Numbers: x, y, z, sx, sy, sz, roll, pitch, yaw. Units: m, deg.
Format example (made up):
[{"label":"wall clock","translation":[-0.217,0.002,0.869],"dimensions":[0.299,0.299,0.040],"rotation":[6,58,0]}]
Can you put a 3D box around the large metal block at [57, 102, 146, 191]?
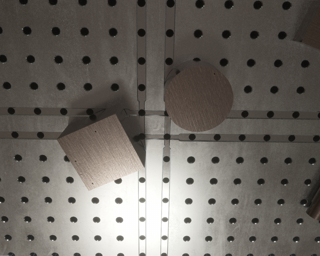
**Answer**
[{"label":"large metal block","translation":[-0.073,0.024,0.408],"dimensions":[0.080,0.050,0.080],"rotation":[-23,109,8]}]

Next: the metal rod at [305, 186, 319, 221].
[{"label":"metal rod","translation":[0.279,-0.002,0.416],"dimensions":[0.025,0.025,0.298],"rotation":[18,109,-7]}]

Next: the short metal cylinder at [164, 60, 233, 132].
[{"label":"short metal cylinder","translation":[0.046,-0.041,0.386],"dimensions":[0.081,0.050,0.079],"rotation":[0,110,-1]}]

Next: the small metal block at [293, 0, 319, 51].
[{"label":"small metal block","translation":[0.199,-0.119,0.372],"dimensions":[0.050,0.025,0.050],"rotation":[19,109,-8]}]
